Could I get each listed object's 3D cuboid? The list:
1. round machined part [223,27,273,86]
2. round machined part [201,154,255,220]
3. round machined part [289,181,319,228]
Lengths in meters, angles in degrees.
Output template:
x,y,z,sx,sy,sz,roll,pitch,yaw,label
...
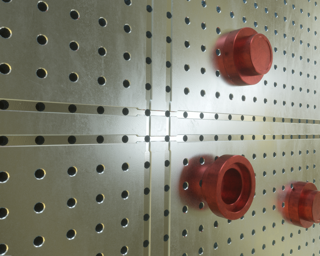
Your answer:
x,y,z,sx,sy,sz,roll,pitch,yaw,label
0.155,-0.122,0.526,0.099,0.042,0.097,0,90,-40,round machined part
0.103,0.089,0.483,0.099,0.042,0.097,0,90,-40,round machined part
0.321,0.166,0.665,0.099,0.042,0.097,0,90,-40,round machined part
